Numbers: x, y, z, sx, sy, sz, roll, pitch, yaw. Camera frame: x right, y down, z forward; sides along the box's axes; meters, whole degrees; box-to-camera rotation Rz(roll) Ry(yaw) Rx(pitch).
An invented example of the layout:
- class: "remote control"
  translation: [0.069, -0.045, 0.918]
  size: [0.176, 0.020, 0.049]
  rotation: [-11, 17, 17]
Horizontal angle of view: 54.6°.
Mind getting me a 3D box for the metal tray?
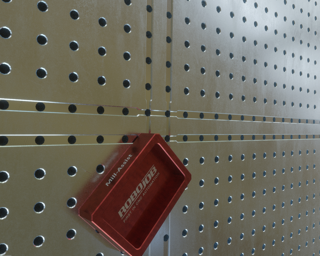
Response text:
- class: "metal tray"
  translation: [-0.024, 0.081, 0.384]
  size: [0.130, 0.030, 0.090]
  rotation: [-52, 121, -27]
